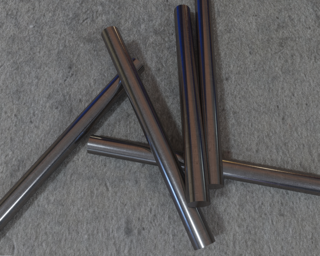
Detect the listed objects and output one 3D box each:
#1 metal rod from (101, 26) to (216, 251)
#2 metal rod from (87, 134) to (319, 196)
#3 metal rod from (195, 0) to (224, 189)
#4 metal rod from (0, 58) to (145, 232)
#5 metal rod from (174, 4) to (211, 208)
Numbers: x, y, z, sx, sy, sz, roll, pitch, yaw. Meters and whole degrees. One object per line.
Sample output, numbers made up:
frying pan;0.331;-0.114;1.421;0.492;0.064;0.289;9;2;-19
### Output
metal rod;-0.010;-0.002;0.381;0.025;0.025;0.299;-22;72;-8
metal rod;0.059;0.047;0.391;0.302;0.025;0.025;10;70;3
metal rod;0.064;-0.068;0.418;0.025;0.025;0.299;1;64;0
metal rod;-0.122;0.022;0.398;0.025;0.025;0.300;36;73;12
metal rod;0.037;-0.049;0.400;0.025;0.025;0.299;-1;60;-1
